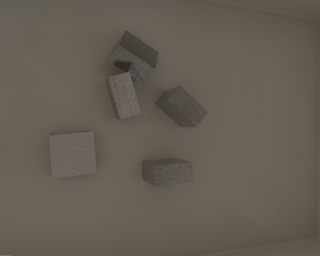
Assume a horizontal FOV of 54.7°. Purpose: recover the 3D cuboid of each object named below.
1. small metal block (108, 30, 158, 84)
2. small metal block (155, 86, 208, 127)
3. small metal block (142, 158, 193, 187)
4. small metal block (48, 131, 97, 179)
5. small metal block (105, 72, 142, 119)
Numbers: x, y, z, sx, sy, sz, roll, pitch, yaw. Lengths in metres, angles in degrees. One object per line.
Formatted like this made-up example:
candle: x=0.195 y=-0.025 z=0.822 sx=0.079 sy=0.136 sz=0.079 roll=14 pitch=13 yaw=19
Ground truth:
small metal block: x=-0.031 y=-0.089 z=0.383 sx=0.050 sy=0.050 sz=0.025 roll=31 pitch=123 yaw=-18
small metal block: x=0.027 y=-0.027 z=0.407 sx=0.050 sy=0.050 sz=0.025 roll=41 pitch=77 yaw=-16
small metal block: x=0.008 y=0.056 z=0.400 sx=0.050 sy=0.050 sz=0.025 roll=-3 pitch=91 yaw=-20
small metal block: x=-0.105 y=0.031 z=0.372 sx=0.050 sy=0.025 sz=0.050 roll=-5 pitch=92 yaw=-20
small metal block: x=-0.046 y=-0.038 z=0.379 sx=0.025 sy=0.050 sz=0.050 roll=-17 pitch=96 yaw=-12
